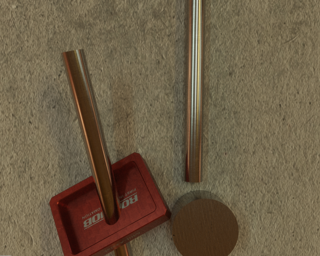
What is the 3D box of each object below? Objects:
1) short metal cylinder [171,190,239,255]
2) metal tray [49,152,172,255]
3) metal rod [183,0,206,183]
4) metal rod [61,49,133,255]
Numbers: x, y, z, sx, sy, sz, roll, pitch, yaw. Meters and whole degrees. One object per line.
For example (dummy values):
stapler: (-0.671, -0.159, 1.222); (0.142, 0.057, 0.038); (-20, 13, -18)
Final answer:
short metal cylinder: (0.055, 0.125, 0.398); (0.081, 0.050, 0.079); (0, 90, -1)
metal tray: (-0.063, 0.100, 0.386); (0.130, 0.030, 0.090); (-29, 60, -1)
metal rod: (0.046, -0.079, 0.410); (0.025, 0.025, 0.298); (1, 90, -1)
metal rod: (-0.069, 0.058, 0.376); (0.025, 0.025, 0.298); (-11, 103, 0)
